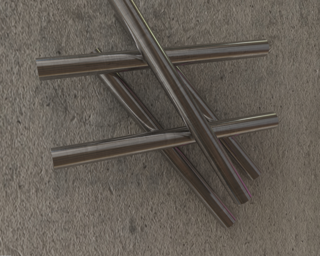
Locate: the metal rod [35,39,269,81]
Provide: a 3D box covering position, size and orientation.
[{"bbox_3d":[0.007,-0.089,0.387,0.303,0.025,0.025,-10,94,-20],"label":"metal rod"}]

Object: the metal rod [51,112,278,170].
[{"bbox_3d":[0.022,0.011,0.393,0.303,0.025,0.025,-9,93,-20],"label":"metal rod"}]

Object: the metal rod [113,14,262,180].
[{"bbox_3d":[0.046,-0.040,0.428,0.025,0.025,0.300,-45,104,-15],"label":"metal rod"}]

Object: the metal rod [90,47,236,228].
[{"bbox_3d":[0.007,0.022,0.413,0.025,0.025,0.300,-43,104,-15],"label":"metal rod"}]

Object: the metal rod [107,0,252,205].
[{"bbox_3d":[0.027,-0.032,0.368,0.025,0.025,0.299,-37,102,-17],"label":"metal rod"}]
